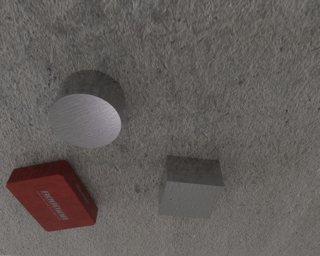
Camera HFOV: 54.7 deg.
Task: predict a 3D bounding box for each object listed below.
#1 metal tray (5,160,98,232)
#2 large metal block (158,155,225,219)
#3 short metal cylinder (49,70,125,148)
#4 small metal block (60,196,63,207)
[{"bbox_3d":[-0.164,0.111,0.487,0.090,0.030,0.129,-11,129,9],"label":"metal tray"},{"bbox_3d":[0.043,0.090,0.468,0.081,0.050,0.079,7,130,-6],"label":"large metal block"},{"bbox_3d":[-0.085,-0.022,0.371,0.081,0.050,0.079,0,130,0],"label":"short metal cylinder"},{"bbox_3d":[-0.158,0.115,0.503,0.050,0.025,0.050,-11,130,8],"label":"small metal block"}]
